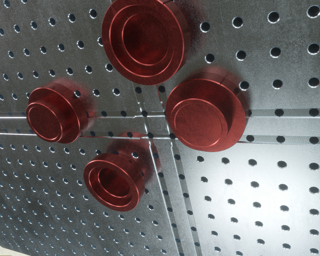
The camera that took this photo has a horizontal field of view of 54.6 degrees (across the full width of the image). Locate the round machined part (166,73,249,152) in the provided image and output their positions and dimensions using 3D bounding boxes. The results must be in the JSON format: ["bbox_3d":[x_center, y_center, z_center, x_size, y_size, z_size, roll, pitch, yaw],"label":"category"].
[{"bbox_3d":[0.051,-0.012,0.366,0.098,0.042,0.097,13,124,21],"label":"round machined part"}]

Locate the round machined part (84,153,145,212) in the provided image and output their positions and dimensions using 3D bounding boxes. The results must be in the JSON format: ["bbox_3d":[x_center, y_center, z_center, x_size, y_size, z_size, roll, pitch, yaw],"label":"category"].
[{"bbox_3d":[-0.067,0.079,0.485,0.098,0.042,0.097,13,124,21],"label":"round machined part"}]

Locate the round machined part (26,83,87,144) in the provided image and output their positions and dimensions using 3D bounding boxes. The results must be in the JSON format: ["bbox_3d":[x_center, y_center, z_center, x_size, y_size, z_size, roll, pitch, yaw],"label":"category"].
[{"bbox_3d":[-0.165,-0.016,0.478,0.098,0.042,0.097,13,124,21],"label":"round machined part"}]

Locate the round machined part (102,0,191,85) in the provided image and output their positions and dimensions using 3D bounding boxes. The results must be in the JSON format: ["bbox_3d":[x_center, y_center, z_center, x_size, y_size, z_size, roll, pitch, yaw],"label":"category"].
[{"bbox_3d":[-0.012,-0.101,0.345,0.098,0.042,0.097,13,124,21],"label":"round machined part"}]
